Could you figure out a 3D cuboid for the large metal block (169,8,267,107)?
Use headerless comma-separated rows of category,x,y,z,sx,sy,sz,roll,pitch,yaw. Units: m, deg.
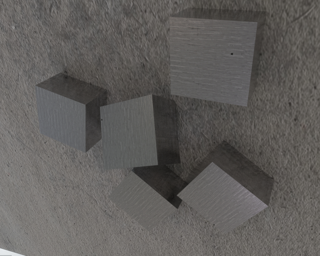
large metal block,0.057,-0.074,0.315,0.080,0.050,0.079,12,123,22

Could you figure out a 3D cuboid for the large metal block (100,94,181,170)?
large metal block,-0.025,0.008,0.387,0.080,0.050,0.080,-10,81,32

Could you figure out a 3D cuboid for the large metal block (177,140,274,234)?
large metal block,0.082,0.076,0.394,0.080,0.050,0.080,39,129,2

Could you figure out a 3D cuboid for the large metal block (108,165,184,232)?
large metal block,-0.017,0.094,0.458,0.080,0.050,0.080,40,129,0

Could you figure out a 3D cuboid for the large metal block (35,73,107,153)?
large metal block,-0.125,-0.023,0.443,0.080,0.050,0.079,21,126,15
